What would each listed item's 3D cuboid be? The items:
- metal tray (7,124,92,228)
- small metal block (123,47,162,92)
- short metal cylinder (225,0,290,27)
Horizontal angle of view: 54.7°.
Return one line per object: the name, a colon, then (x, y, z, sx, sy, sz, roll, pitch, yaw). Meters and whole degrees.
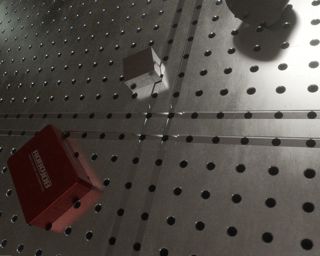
metal tray: (-0.164, 0.065, 0.449, 0.090, 0.030, 0.130, -41, 51, -1)
small metal block: (-0.028, -0.091, 0.477, 0.050, 0.025, 0.050, -19, 54, 16)
short metal cylinder: (0.135, -0.184, 0.414, 0.080, 0.080, 0.050, 23, 75, 36)
